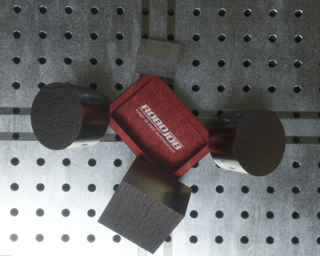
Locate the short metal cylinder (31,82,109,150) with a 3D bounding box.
[{"bbox_3d":[-0.111,-0.014,0.385,0.080,0.050,0.079,0,91,25],"label":"short metal cylinder"}]

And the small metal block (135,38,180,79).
[{"bbox_3d":[-0.002,-0.090,0.398,0.050,0.050,0.025,9,128,0],"label":"small metal block"}]

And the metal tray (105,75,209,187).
[{"bbox_3d":[-0.001,0.001,0.410,0.090,0.030,0.130,-41,90,0],"label":"metal tray"}]

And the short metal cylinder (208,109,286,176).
[{"bbox_3d":[0.108,0.017,0.386,0.081,0.050,0.079,0,91,-27],"label":"short metal cylinder"}]

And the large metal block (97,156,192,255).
[{"bbox_3d":[-0.019,0.096,0.383,0.080,0.050,0.079,31,121,-1],"label":"large metal block"}]
